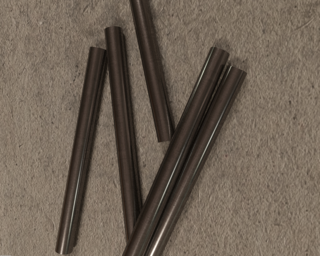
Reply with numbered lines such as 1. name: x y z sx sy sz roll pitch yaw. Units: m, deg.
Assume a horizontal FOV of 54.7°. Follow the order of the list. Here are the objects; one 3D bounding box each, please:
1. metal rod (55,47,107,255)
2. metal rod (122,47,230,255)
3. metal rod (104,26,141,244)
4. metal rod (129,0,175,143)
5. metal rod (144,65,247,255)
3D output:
1. metal rod: -0.114 0.034 0.447 0.025 0.025 0.298 12 94 19
2. metal rod: 0.016 0.043 0.388 0.025 0.025 0.299 24 92 18
3. metal rod: -0.049 0.011 0.424 0.025 0.025 0.298 -7 88 19
4. metal rod: -0.020 -0.129 0.415 0.025 0.025 0.298 -13 86 19
5. metal rod: 0.034 0.064 0.396 0.025 0.025 0.298 26 98 17
